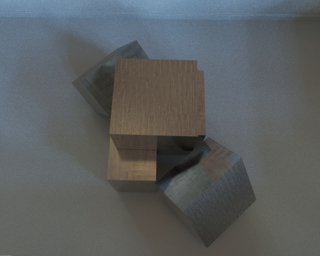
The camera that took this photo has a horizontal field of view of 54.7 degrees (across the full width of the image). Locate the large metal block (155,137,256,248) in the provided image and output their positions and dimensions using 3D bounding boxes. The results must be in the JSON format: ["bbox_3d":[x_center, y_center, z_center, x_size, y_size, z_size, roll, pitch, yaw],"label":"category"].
[{"bbox_3d":[0.053,0.072,0.345,0.080,0.080,0.050,-40,40,-13],"label":"large metal block"}]

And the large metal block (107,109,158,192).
[{"bbox_3d":[-0.029,0.030,0.368,0.050,0.080,0.080,1,70,0],"label":"large metal block"}]

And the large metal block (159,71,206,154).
[{"bbox_3d":[0.025,-0.016,0.384,0.050,0.080,0.080,1,70,0],"label":"large metal block"}]

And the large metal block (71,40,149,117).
[{"bbox_3d":[-0.058,-0.062,0.393,0.080,0.080,0.050,-41,110,-14],"label":"large metal block"}]

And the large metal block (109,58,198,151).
[{"bbox_3d":[-0.004,-0.022,0.317,0.080,0.050,0.080,2,70,0],"label":"large metal block"}]
